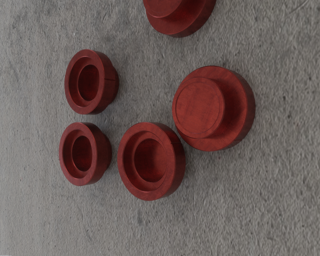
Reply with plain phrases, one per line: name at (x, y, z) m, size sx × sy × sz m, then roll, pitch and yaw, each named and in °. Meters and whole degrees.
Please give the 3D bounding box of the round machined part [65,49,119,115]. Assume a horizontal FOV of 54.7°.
round machined part at (-0.101, -0.069, 0.478) m, size 0.098 × 0.042 × 0.097 m, roll 0°, pitch 90°, yaw 40°

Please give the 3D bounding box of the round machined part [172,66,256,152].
round machined part at (0.053, -0.022, 0.350) m, size 0.098 × 0.042 × 0.097 m, roll 0°, pitch 90°, yaw 40°

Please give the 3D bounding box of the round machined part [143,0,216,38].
round machined part at (0.017, -0.165, 0.380) m, size 0.098 × 0.042 × 0.097 m, roll 0°, pitch 90°, yaw 40°

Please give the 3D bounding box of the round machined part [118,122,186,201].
round machined part at (-0.006, 0.041, 0.399) m, size 0.098 × 0.042 × 0.097 m, roll 0°, pitch 90°, yaw 40°

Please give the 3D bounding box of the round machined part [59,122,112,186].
round machined part at (-0.114, 0.040, 0.488) m, size 0.098 × 0.042 × 0.097 m, roll 0°, pitch 90°, yaw 40°
